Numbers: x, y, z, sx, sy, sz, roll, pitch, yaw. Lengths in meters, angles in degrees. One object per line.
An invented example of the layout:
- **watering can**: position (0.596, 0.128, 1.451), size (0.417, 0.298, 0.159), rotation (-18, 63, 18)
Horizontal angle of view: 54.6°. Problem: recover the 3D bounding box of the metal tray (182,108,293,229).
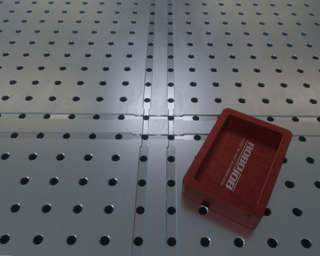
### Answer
- **metal tray**: position (0.094, 0.041, 0.370), size (0.090, 0.030, 0.130), rotation (23, 54, 18)
